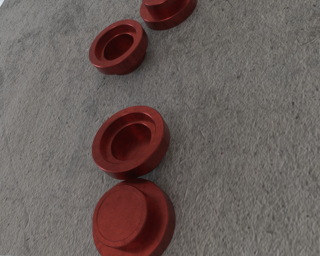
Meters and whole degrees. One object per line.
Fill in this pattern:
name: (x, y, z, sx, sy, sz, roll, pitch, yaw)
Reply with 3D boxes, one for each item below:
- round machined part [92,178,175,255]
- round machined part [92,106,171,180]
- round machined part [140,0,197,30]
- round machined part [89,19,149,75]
round machined part: (-0.036, 0.102, 0.349, 0.098, 0.042, 0.098, -13, 56, 21)
round machined part: (-0.032, 0.022, 0.392, 0.098, 0.042, 0.098, -14, 49, 17)
round machined part: (0.009, -0.216, 0.521, 0.098, 0.042, 0.098, -13, 56, 21)
round machined part: (-0.062, -0.125, 0.503, 0.098, 0.042, 0.098, -13, 56, 21)
